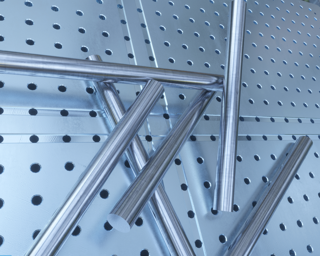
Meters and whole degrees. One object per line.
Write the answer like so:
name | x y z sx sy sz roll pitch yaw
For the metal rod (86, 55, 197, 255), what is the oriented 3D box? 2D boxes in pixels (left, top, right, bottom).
metal rod | -0.025 0.038 0.370 0.025 0.025 0.299 -15 70 -34

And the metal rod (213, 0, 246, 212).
metal rod | 0.098 -0.040 0.425 0.025 0.025 0.299 13 75 -21

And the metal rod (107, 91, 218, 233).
metal rod | 0.026 0.006 0.395 0.025 0.025 0.301 40 44 -1

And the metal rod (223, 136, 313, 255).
metal rod | 0.154 0.098 0.429 0.025 0.025 0.302 47 51 5

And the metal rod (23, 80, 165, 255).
metal rod | -0.072 0.057 0.313 0.025 0.025 0.301 35 58 -6

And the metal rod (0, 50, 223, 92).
metal rod | -0.042 -0.068 0.392 0.302 0.025 0.025 1 61 -26
